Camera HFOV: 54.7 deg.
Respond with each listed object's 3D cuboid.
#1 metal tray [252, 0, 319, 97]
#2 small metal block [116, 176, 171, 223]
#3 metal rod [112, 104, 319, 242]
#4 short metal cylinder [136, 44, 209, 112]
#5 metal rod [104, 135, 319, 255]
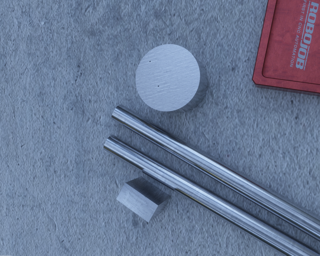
[{"bbox_3d":[0.162,-0.105,0.348,0.090,0.030,0.129,12,94,19],"label":"metal tray"},{"bbox_3d":[-0.020,0.091,0.403,0.050,0.050,0.025,31,100,17],"label":"small metal block"},{"bbox_3d":[0.066,0.049,0.385,0.301,0.025,0.025,30,100,17],"label":"metal rod"},{"bbox_3d":[0.016,-0.060,0.390,0.080,0.050,0.079,0,90,20],"label":"short metal cylinder"},{"bbox_3d":[0.056,0.087,0.389,0.301,0.025,0.025,28,99,17],"label":"metal rod"}]
